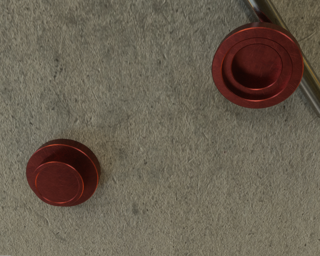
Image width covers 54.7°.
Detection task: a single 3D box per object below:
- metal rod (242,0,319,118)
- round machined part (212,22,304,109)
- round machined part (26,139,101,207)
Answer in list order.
[{"bbox_3d":[0.125,-0.131,0.362,0.025,0.025,0.300,-37,106,12],"label":"metal rod"},{"bbox_3d":[0.113,-0.075,0.362,0.098,0.042,0.097,10,126,14],"label":"round machined part"},{"bbox_3d":[-0.134,0.067,0.424,0.099,0.042,0.097,0,110,0],"label":"round machined part"}]
